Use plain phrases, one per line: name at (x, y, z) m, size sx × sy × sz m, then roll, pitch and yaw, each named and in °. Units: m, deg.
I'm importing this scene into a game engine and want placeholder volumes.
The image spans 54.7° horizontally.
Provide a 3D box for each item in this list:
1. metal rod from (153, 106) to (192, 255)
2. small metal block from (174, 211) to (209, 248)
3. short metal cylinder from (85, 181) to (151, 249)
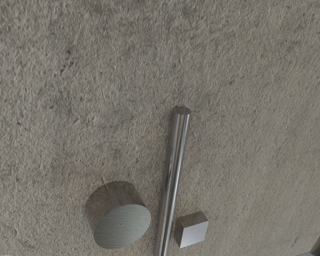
metal rod at (0.015, 0.106, 0.482) m, size 0.025 × 0.025 × 0.298 m, roll -8°, pitch 122°, yaw -25°
small metal block at (0.055, 0.181, 0.551) m, size 0.050 × 0.025 × 0.050 m, roll -8°, pitch 122°, yaw -25°
short metal cylinder at (-0.060, 0.122, 0.435) m, size 0.081 × 0.050 × 0.079 m, roll -14°, pitch 125°, yaw -21°
